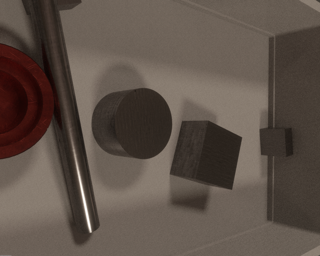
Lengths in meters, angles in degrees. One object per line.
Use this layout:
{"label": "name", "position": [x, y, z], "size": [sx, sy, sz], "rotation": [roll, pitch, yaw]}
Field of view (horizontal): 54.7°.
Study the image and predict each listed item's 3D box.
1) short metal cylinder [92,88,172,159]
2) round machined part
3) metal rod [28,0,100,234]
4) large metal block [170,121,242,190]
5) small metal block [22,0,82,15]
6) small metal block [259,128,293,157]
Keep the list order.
{"label": "short metal cylinder", "position": [-0.032, -0.005, 0.365], "size": [0.081, 0.050, 0.079], "rotation": [0, 90, -40]}
{"label": "round machined part", "position": [-0.149, -0.022, 0.271], "size": [0.099, 0.042, 0.097], "rotation": [0, 90, -40]}
{"label": "metal rod", "position": [-0.097, -0.033, 0.305], "size": [0.025, 0.025, 0.298], "rotation": [-19, 109, -39]}
{"label": "large metal block", "position": [0.068, 0.040, 0.450], "size": [0.080, 0.050, 0.080], "rotation": [23, 76, -38]}
{"label": "small metal block", "position": [-0.114, -0.145, 0.311], "size": [0.050, 0.025, 0.050], "rotation": [-26, 107, -37]}
{"label": "small metal block", "position": [0.215, 0.025, 0.575], "size": [0.025, 0.050, 0.050], "rotation": [-9, 96, -40]}
